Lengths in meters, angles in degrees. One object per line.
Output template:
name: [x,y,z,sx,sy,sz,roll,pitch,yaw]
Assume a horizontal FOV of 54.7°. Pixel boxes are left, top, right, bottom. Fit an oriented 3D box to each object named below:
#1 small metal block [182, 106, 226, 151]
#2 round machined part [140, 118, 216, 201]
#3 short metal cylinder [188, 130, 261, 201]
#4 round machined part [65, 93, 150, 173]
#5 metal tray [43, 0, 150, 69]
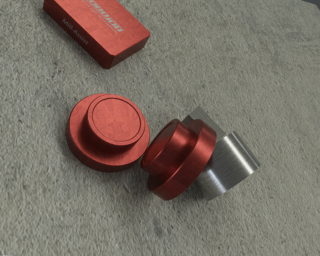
small metal block: [0.050,0.007,0.412,0.050,0.050,0.025,47,50,4]
round machined part: [0.015,0.028,0.347,0.042,0.098,0.098,37,51,-11]
short metal cylinder: [0.076,0.046,0.383,0.081,0.080,0.050,-27,77,-37]
round machined part: [-0.057,-0.001,0.364,0.099,0.042,0.098,14,56,-21]
metal tray: [-0.089,-0.155,0.448,0.130,0.030,0.090,44,51,2]
